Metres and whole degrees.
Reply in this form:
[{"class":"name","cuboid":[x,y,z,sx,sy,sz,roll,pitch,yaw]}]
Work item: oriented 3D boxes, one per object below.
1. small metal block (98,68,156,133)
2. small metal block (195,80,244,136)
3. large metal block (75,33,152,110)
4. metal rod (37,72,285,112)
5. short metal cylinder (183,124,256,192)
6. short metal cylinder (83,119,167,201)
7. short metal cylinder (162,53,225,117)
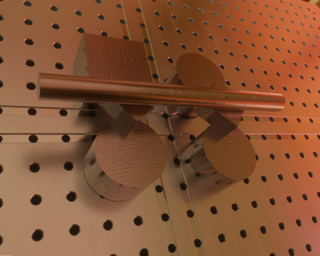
[{"class":"small metal block","cuboid":[-0.033,-0.032,0.346,0.050,0.025,0.050,42,51,1]},{"class":"small metal block","cuboid":[0.081,-0.027,0.404,0.050,0.025,0.050,35,51,-5]},{"class":"large metal block","cuboid":[-0.061,-0.070,0.401,0.081,0.050,0.080,1,61,-28]},{"class":"metal rod","cuboid":[0.025,-0.036,0.347,0.303,0.025,0.025,1,62,-28]},{"class":"short metal cylinder","cuboid":[0.078,0.039,0.410,0.081,0.050,0.080,14,56,-21]},{"class":"short metal cylinder","cuboid":[-0.040,0.036,0.347,0.081,0.050,0.080,14,56,-21]},{"class":"short metal cylinder","cuboid":[0.048,-0.063,0.456,0.081,0.050,0.080,14,56,-21]}]
